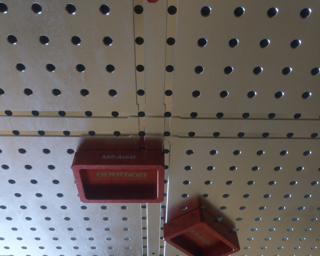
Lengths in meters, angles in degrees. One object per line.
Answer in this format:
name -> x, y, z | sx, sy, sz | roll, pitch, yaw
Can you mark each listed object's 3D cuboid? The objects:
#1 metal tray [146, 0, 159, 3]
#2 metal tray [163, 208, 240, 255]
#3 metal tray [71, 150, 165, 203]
metal tray -> -0.018, -0.173, 0.238 | 0.090, 0.030, 0.130 | -33, 138, 25
metal tray -> 0.079, 0.208, 0.586 | 0.090, 0.030, 0.130 | -32, 124, 24
metal tray -> -0.059, 0.075, 0.471 | 0.131, 0.030, 0.089 | 0, 130, -1
